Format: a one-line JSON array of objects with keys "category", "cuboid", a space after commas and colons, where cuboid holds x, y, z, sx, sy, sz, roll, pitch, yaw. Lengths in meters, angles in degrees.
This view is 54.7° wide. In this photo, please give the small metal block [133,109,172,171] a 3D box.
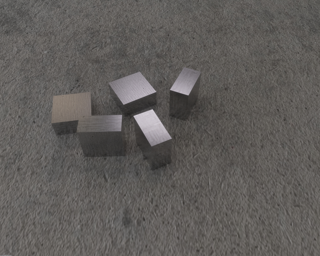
[{"category": "small metal block", "cuboid": [-0.009, 0.015, 0.374, 0.025, 0.050, 0.050, -21, 53, -16]}]

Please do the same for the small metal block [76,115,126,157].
[{"category": "small metal block", "cuboid": [-0.070, 0.011, 0.377, 0.050, 0.050, 0.025, -2, 50, -1]}]

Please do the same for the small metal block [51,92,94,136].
[{"category": "small metal block", "cuboid": [-0.117, -0.020, 0.419, 0.050, 0.025, 0.050, -7, 50, -6]}]

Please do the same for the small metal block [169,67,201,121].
[{"category": "small metal block", "cuboid": [0.034, -0.046, 0.426, 0.025, 0.050, 0.050, 19, 53, 15]}]

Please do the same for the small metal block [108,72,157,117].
[{"category": "small metal block", "cuboid": [-0.039, -0.049, 0.444, 0.050, 0.025, 0.050, -24, 54, -19]}]
